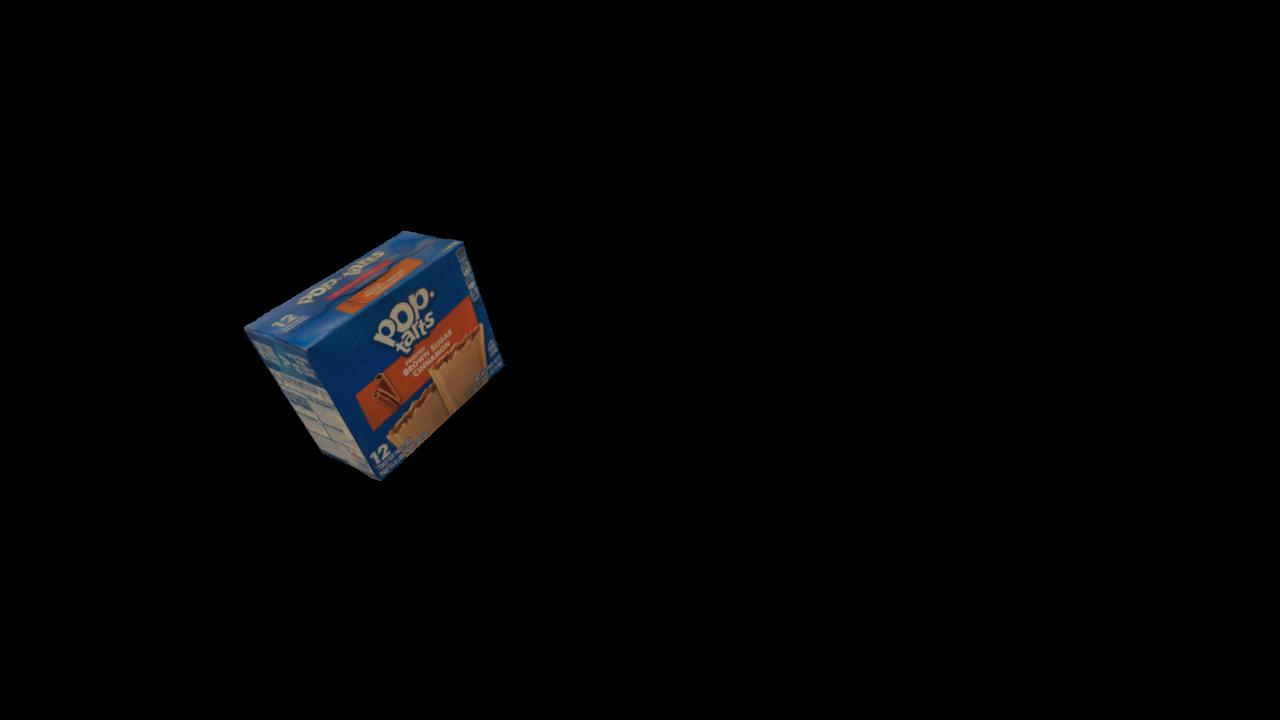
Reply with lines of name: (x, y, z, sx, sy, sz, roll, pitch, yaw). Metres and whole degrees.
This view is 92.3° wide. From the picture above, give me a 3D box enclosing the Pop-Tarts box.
Pop-Tarts box: (-0.215, -0.009, 0.536, 0.083, 0.141, 0.167, 13, 42, 27)
